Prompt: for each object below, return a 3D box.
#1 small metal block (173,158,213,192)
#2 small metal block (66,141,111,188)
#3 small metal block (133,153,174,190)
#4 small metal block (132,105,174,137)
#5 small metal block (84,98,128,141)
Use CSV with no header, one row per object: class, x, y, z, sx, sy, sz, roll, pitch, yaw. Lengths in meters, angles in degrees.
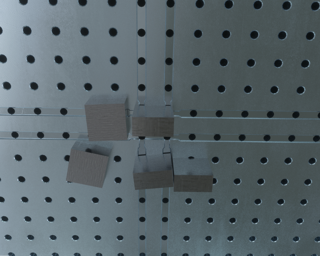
small metal block,0.043,0.063,0.424,0.050,0.050,0.025,1,110,-1
small metal block,-0.099,0.051,0.431,0.050,0.025,0.050,13,110,-5
small metal block,-0.009,0.058,0.422,0.050,0.050,0.025,-5,110,1
small metal block,-0.009,-0.010,0.396,0.050,0.050,0.025,1,110,-1
small metal block,-0.069,-0.011,0.408,0.050,0.025,0.050,-2,110,0
